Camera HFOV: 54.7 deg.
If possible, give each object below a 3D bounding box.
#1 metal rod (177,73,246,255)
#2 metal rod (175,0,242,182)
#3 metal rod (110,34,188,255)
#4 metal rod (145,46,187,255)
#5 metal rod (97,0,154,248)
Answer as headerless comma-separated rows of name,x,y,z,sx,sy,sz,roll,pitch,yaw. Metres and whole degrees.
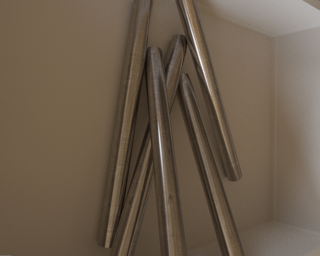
metal rod,0.063,0.065,0.376,0.025,0.025,0.299,6,60,-40
metal rod,0.075,-0.047,0.448,0.025,0.025,0.299,-38,120,-33
metal rod,-0.008,0.014,0.380,0.025,0.025,0.299,30,66,-36
metal rod,0.005,0.037,0.337,0.025,0.025,0.299,16,57,-39
metal rod,-0.040,-0.013,0.372,0.025,0.025,0.298,13,82,-39
